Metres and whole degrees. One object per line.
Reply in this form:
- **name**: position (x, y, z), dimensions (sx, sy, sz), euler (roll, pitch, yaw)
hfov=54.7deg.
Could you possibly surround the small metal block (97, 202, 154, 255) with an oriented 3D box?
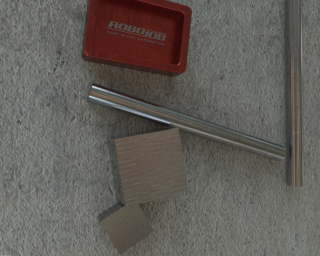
- **small metal block**: position (-0.044, 0.122, 0.394), dimensions (0.050, 0.025, 0.050), euler (-31, 101, -18)

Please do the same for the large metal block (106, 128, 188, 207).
- **large metal block**: position (-0.017, 0.045, 0.391), dimensions (0.081, 0.050, 0.079), euler (-10, 94, -20)

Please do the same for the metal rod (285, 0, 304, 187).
- **metal rod**: position (0.213, -0.058, 0.489), dimensions (0.025, 0.025, 0.298), euler (-1, 90, -20)

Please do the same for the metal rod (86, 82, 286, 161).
- **metal rod**: position (0.050, -0.002, 0.428), dimensions (0.302, 0.025, 0.025), euler (17, 84, -20)

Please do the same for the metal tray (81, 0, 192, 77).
- **metal tray**: position (-0.028, -0.122, 0.396), dimensions (0.131, 0.030, 0.089), euler (7, 88, -20)
